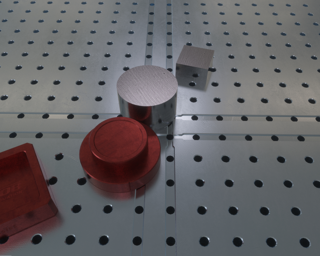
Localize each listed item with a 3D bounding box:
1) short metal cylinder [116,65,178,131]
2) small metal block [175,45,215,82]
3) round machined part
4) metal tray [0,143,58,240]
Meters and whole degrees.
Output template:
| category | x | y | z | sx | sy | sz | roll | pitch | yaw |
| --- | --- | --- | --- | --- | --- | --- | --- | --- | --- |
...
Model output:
| category | x | y | z | sx | sy | sz | roll | pitch | yaw |
| --- | --- | --- | --- | --- | --- | --- | --- | --- | --- |
| short metal cylinder | -0.017 | -0.041 | 0.426 | 0.081 | 0.050 | 0.080 | 0 | 50 | 0 |
| small metal block | 0.056 | -0.104 | 0.496 | 0.050 | 0.025 | 0.050 | 14 | 51 | 11 |
| round machined part | -0.048 | 0.025 | 0.375 | 0.099 | 0.042 | 0.098 | 0 | 50 | 0 |
| metal tray | -0.190 | 0.078 | 0.336 | 0.131 | 0.030 | 0.090 | -22 | 54 | -18 |
